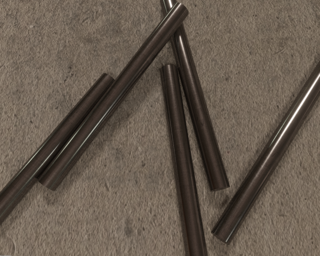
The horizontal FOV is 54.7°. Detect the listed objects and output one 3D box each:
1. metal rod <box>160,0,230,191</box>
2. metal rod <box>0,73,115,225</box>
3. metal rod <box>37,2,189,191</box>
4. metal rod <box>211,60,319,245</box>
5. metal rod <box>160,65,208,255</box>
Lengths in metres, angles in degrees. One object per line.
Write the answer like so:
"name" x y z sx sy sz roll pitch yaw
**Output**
"metal rod" 0.043 -0.062 0.431 0.025 0.025 0.299 -11 70 -4
"metal rod" -0.155 0.047 0.388 0.025 0.025 0.300 33 73 11
"metal rod" -0.055 -0.049 0.411 0.025 0.025 0.300 33 78 11
"metal rod" 0.158 0.015 0.404 0.025 0.025 0.300 34 73 11
"metal rod" 0.030 0.056 0.387 0.025 0.025 0.299 -6 70 -3
